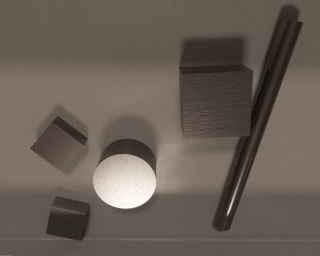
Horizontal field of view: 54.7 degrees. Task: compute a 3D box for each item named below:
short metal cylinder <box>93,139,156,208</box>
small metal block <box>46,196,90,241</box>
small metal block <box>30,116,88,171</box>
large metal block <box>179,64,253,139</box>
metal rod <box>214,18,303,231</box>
[{"bbox_3d":[-0.045,0.061,0.420,0.081,0.050,0.079,0,110,-1],"label":"short metal cylinder"},{"bbox_3d":[-0.136,0.134,0.459,0.050,0.025,0.050,14,109,-6],"label":"small metal block"},{"bbox_3d":[-0.135,0.021,0.417,0.050,0.025,0.050,40,105,-14],"label":"small metal block"},{"bbox_3d":[0.067,-0.034,0.386,0.081,0.050,0.079,-3,110,0],"label":"large metal block"},{"bbox_3d":[0.125,0.010,0.416,0.025,0.025,0.298,11,110,-5],"label":"metal rod"}]
